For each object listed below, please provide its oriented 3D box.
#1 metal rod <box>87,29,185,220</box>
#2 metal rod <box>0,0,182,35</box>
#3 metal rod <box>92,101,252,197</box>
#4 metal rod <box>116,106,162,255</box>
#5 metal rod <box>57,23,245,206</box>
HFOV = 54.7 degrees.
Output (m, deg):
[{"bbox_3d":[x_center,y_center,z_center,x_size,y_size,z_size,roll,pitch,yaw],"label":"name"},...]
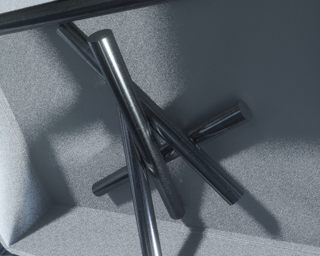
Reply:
[{"bbox_3d":[-0.015,0.022,0.382,0.025,0.025,0.299,3,135,27],"label":"metal rod"},{"bbox_3d":[-0.092,-0.139,0.359,0.301,0.025,0.025,-1,118,24],"label":"metal rod"},{"bbox_3d":[-0.005,0.043,0.437,0.299,0.025,0.025,-32,101,38],"label":"metal rod"},{"bbox_3d":[-0.019,0.115,0.401,0.025,0.025,0.298,-15,82,34],"label":"metal rod"},{"bbox_3d":[-0.015,-0.023,0.379,0.300,0.025,0.025,45,129,6],"label":"metal rod"}]
